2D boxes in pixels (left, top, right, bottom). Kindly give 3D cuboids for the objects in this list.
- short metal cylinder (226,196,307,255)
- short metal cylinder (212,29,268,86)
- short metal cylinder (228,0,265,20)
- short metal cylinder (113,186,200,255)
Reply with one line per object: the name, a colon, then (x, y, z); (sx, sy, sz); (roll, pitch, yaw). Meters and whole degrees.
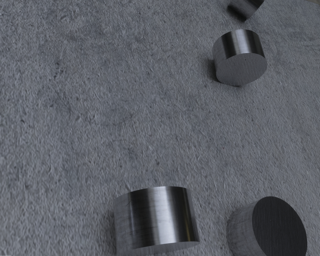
short metal cylinder: (0.129, 0.130, 0.378); (0.081, 0.050, 0.080); (14, 56, -21)
short metal cylinder: (0.129, -0.113, 0.507); (0.081, 0.080, 0.050); (10, 58, -23)
short metal cylinder: (0.185, -0.270, 0.632); (0.050, 0.080, 0.080); (36, 51, -5)
short metal cylinder: (-0.004, 0.095, 0.308); (0.081, 0.080, 0.050); (5, 60, -26)
